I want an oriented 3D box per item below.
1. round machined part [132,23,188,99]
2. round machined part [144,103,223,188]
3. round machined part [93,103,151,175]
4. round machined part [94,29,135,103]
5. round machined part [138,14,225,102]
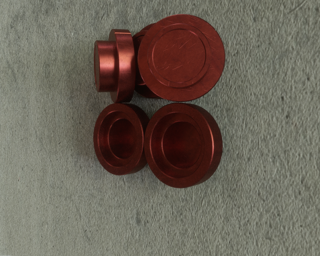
[{"bbox_3d":[-0.010,-0.088,0.401,0.098,0.042,0.097,0,90,39],"label":"round machined part"},{"bbox_3d":[0.031,0.020,0.368,0.098,0.042,0.097,0,90,39],"label":"round machined part"},{"bbox_3d":[-0.045,0.015,0.430,0.098,0.042,0.097,0,90,39],"label":"round machined part"},{"bbox_3d":[-0.064,-0.082,0.415,0.098,0.042,0.097,177,89,-73],"label":"round machined part"},{"bbox_3d":[0.023,-0.078,0.346,0.099,0.042,0.097,1,95,8],"label":"round machined part"}]
